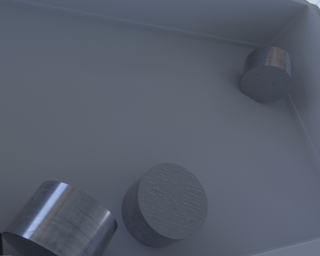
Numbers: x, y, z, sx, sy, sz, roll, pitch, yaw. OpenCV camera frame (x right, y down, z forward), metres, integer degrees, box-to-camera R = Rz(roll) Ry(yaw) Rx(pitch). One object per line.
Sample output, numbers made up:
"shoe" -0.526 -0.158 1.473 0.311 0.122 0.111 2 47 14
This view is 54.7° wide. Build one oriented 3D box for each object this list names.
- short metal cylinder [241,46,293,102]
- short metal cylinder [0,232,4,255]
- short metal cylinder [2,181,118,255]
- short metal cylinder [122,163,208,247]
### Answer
"short metal cylinder" 0.180 -0.089 0.521 0.080 0.080 0.050 28 52 -11
"short metal cylinder" -0.155 0.110 0.218 0.081 0.080 0.050 -4 60 -30
"short metal cylinder" -0.085 0.091 0.269 0.080 0.080 0.050 34 51 -6
"short metal cylinder" 0.004 0.085 0.340 0.081 0.050 0.080 14 56 -21
